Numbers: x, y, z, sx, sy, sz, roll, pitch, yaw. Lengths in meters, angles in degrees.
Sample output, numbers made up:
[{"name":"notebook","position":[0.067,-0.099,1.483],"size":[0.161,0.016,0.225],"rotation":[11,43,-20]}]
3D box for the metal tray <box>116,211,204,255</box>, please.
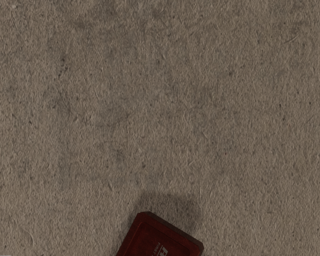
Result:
[{"name":"metal tray","position":[-0.014,0.183,0.386],"size":[0.090,0.030,0.130],"rotation":[26,85,22]}]
